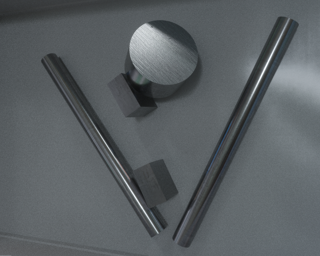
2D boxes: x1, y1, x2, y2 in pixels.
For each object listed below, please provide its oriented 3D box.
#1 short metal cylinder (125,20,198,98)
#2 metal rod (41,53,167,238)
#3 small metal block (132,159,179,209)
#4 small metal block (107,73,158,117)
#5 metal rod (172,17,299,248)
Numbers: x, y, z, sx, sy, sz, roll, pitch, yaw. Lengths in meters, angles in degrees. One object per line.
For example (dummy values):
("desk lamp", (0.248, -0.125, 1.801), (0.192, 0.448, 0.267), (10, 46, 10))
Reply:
("short metal cylinder", (0.000, -0.082, 0.377), (0.081, 0.050, 0.080), (3, 77, -13))
("metal rod", (-0.084, 0.017, 0.438), (0.025, 0.025, 0.299), (-38, 78, 16))
("small metal block", (-0.005, 0.070, 0.398), (0.025, 0.050, 0.050), (-28, 81, 18))
("small metal block", (-0.035, -0.042, 0.408), (0.025, 0.050, 0.050), (-34, 79, 21))
("metal rod", (0.088, 0.012, 0.379), (0.025, 0.025, 0.298), (27, 98, 17))
